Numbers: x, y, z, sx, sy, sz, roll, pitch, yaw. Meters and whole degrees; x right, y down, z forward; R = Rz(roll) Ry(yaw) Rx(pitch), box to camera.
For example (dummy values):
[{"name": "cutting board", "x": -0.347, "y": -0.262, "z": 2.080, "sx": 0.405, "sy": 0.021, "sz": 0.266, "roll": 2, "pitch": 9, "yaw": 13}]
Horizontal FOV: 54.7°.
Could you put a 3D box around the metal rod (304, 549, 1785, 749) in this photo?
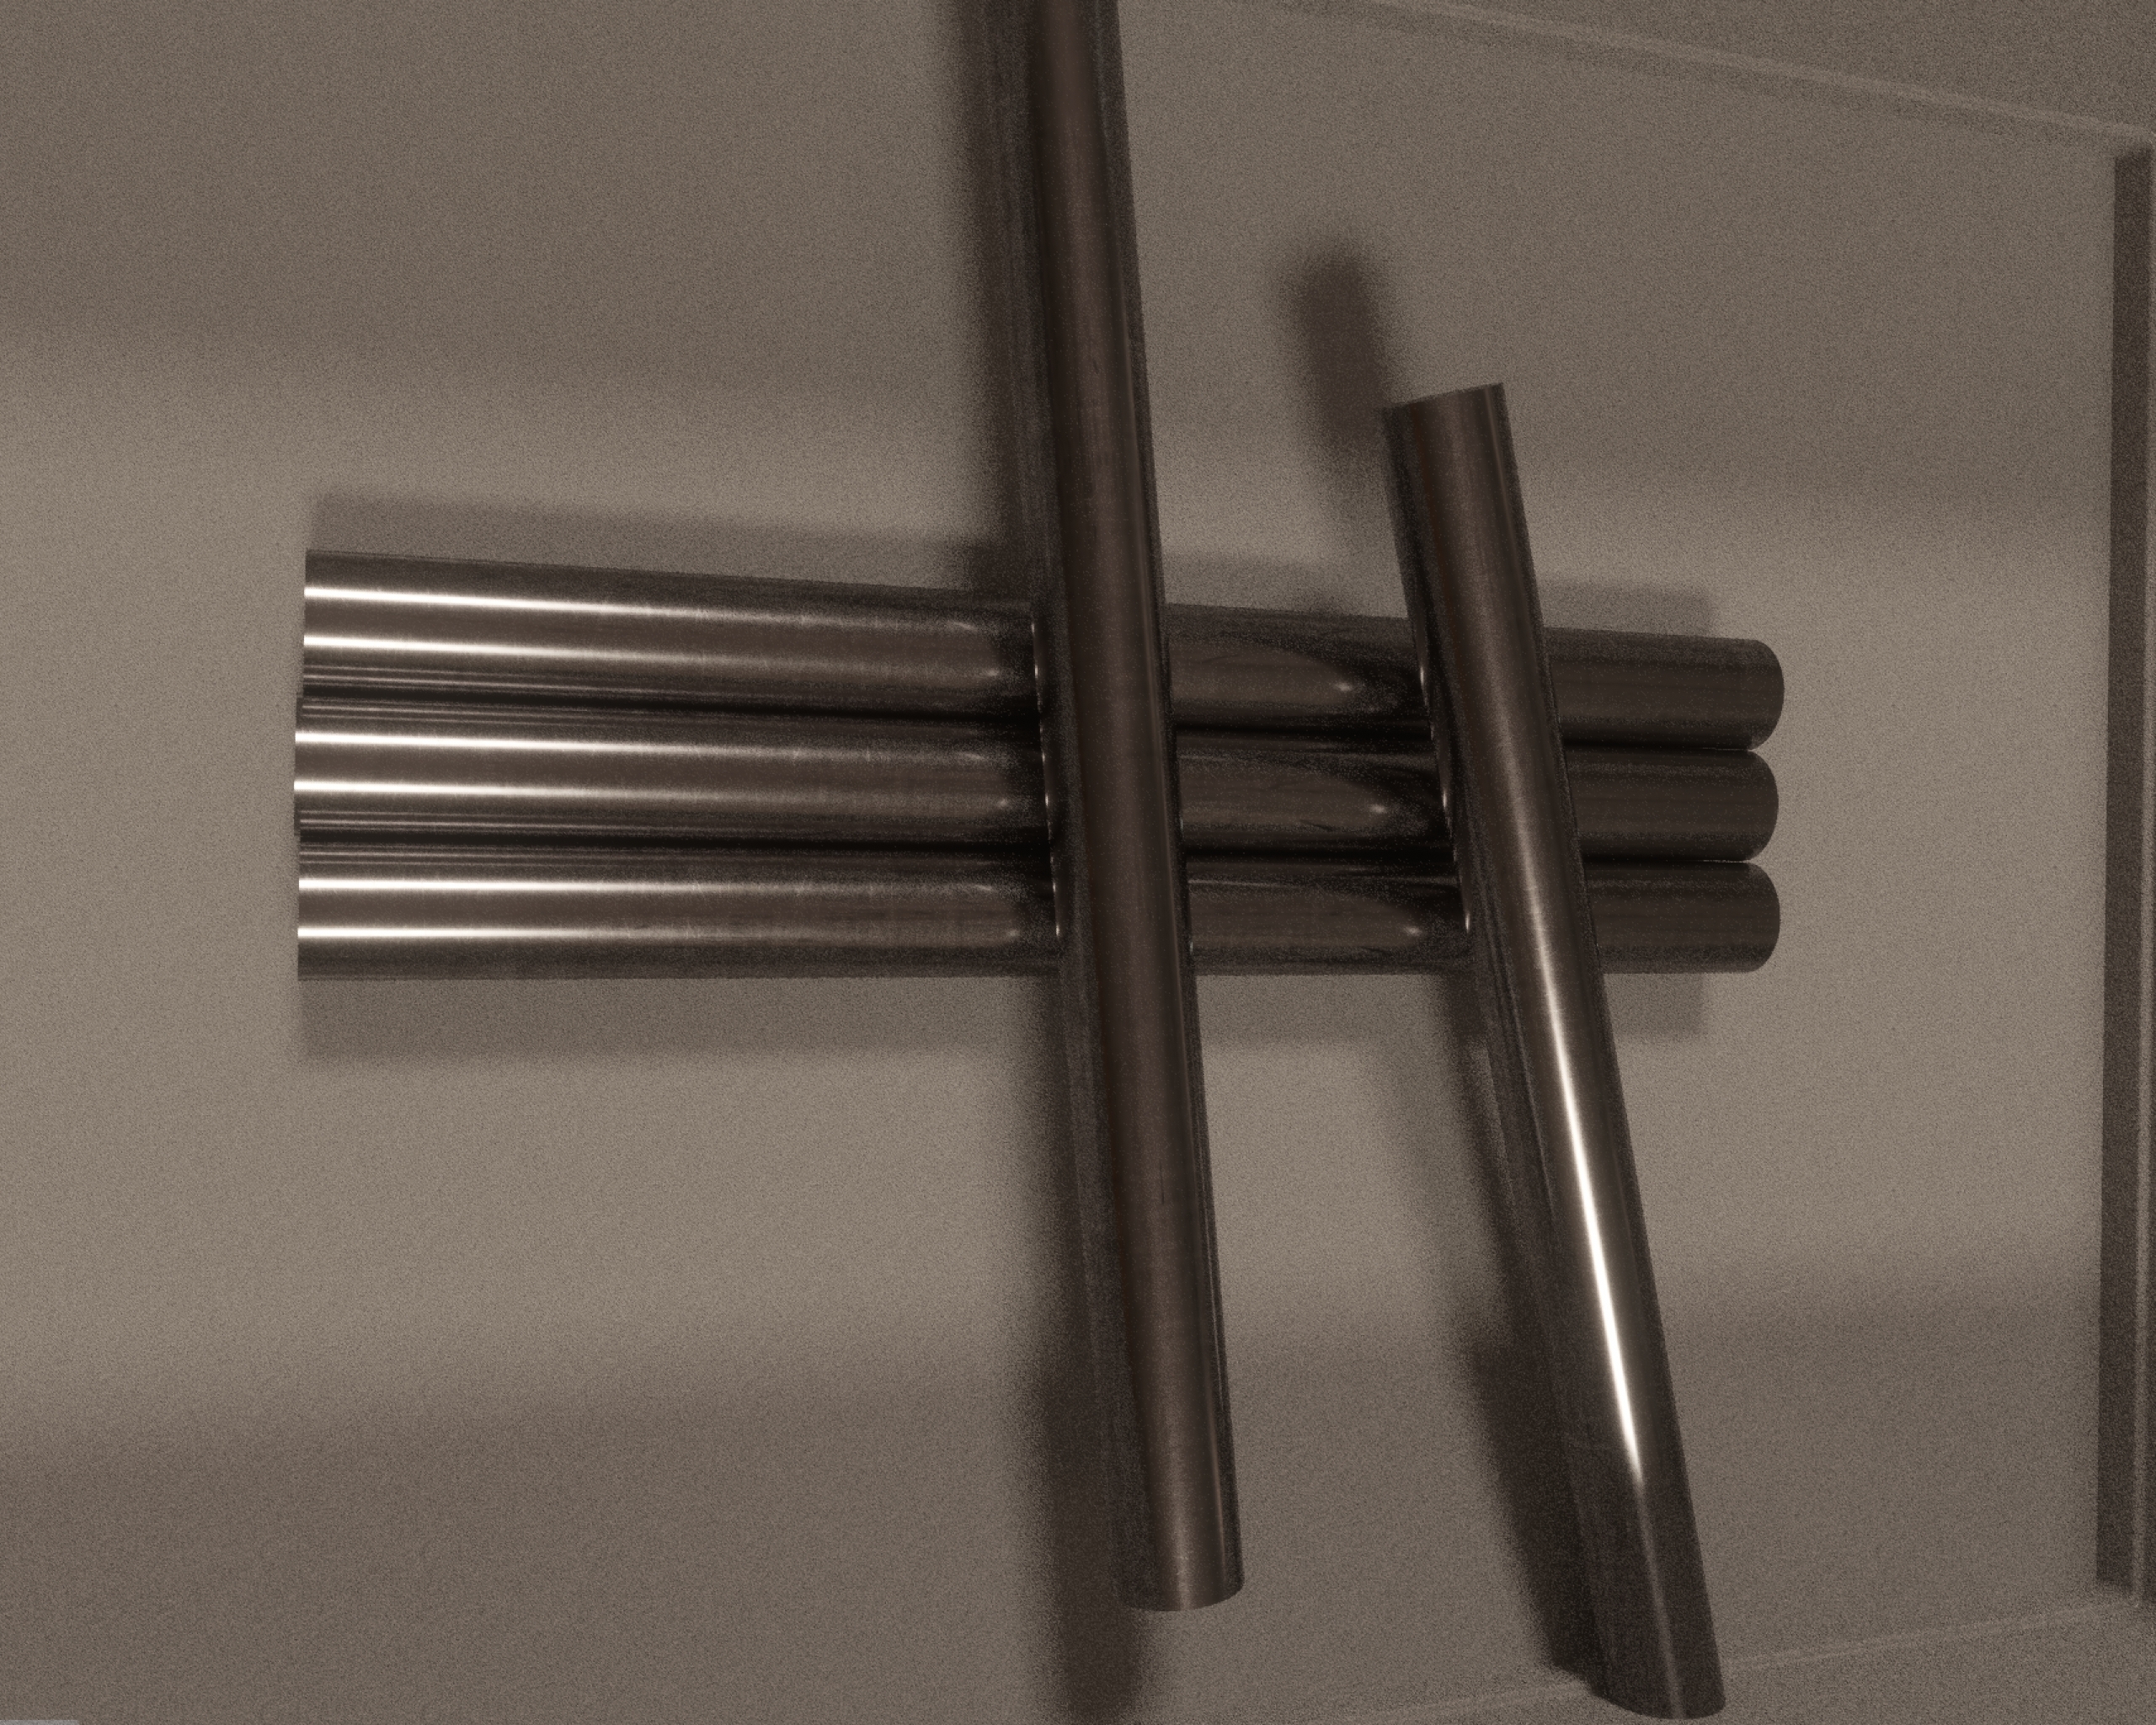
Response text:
[{"name": "metal rod", "x": 0.008, "y": -0.040, "z": 0.413, "sx": 0.303, "sy": 0.025, "sz": 0.025, "roll": 1, "pitch": 90, "yaw": -21}]

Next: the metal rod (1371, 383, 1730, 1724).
[{"name": "metal rod", "x": 0.100, "y": 0.054, "z": 0.426, "sx": 0.025, "sy": 0.025, "sz": 0.298, "roll": -17, "pitch": 103, "yaw": -20}]

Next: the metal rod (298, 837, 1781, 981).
[{"name": "metal rod", "x": 0.007, "y": 0.010, "z": 0.413, "sx": 0.303, "sy": 0.025, "sz": 0.025, "roll": 1, "pitch": 90, "yaw": -21}]

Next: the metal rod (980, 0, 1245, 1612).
[{"name": "metal rod", "x": 0.007, "y": -0.013, "z": 0.386, "sx": 0.025, "sy": 0.025, "sz": 0.298, "roll": -5, "pitch": 92, "yaw": -20}]

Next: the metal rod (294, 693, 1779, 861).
[{"name": "metal rod", "x": 0.007, "y": -0.015, "z": 0.413, "sx": 0.303, "sy": 0.025, "sz": 0.025, "roll": 1, "pitch": 90, "yaw": -21}]
